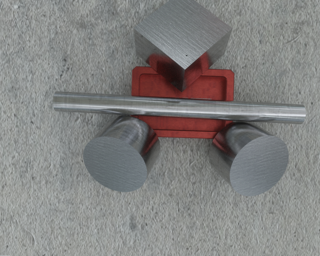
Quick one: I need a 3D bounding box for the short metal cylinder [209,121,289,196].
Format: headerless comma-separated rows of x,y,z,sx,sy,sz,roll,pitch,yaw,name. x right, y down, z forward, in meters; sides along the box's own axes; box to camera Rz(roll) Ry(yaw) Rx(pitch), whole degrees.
0.109,0.036,0.383,0.081,0.050,0.079,-8,114,-18,short metal cylinder

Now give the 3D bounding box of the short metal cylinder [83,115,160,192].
-0.045,0.031,0.380,0.080,0.050,0.079,9,123,15,short metal cylinder

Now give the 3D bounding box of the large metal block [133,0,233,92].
0.026,-0.105,0.377,0.080,0.050,0.080,42,73,15,large metal block

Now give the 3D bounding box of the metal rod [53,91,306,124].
0.024,-0.025,0.381,0.302,0.025,0.025,3,90,-1,metal rod

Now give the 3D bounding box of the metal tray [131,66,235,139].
0.029,-0.032,0.409,0.131,0.030,0.089,2,90,0,metal tray
